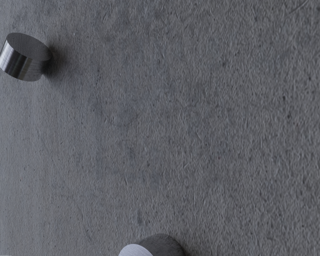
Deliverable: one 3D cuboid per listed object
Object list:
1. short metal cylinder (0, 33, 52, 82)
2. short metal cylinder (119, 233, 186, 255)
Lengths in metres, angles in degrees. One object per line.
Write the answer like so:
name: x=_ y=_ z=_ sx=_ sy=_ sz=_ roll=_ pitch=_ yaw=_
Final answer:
short metal cylinder: x=-0.251 y=-0.132 z=0.577 sx=0.050 sy=0.081 sz=0.080 roll=-51 pitch=60 yaw=28
short metal cylinder: x=-0.010 y=0.182 z=0.397 sx=0.080 sy=0.050 sz=0.080 roll=0 pitch=90 yaw=40
